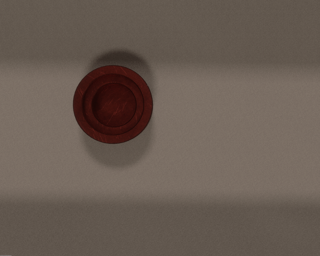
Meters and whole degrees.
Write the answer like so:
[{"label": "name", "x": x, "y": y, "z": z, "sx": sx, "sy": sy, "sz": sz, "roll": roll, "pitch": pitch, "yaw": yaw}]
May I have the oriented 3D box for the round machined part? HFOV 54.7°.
[{"label": "round machined part", "x": -0.058, "y": -0.029, "z": 0.402, "sx": 0.099, "sy": 0.042, "sz": 0.097, "roll": 0, "pitch": 90, "yaw": -1}]
